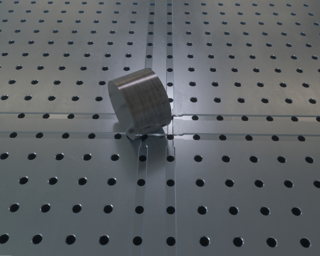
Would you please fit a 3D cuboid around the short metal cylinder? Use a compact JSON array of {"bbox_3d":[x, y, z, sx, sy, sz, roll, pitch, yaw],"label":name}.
[{"bbox_3d":[-0.027,-0.031,0.398,0.050,0.080,0.080,-24,54,-18],"label":"short metal cylinder"}]
